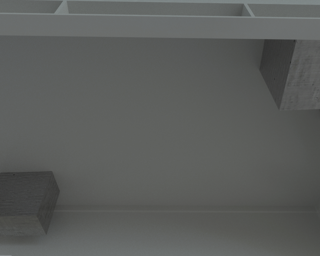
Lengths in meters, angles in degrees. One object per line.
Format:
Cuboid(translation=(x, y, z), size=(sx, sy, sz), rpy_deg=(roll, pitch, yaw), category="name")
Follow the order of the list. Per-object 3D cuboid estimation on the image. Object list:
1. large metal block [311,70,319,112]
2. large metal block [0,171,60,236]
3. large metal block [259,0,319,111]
Cuboid(translation=(0.222, -0.022, 0.356), size=(0.050, 0.080, 0.080), rpy_deg=(-21, 127, 17), category="large metal block")
Cuboid(translation=(-0.207, 0.113, 0.467), size=(0.080, 0.080, 0.050), rpy_deg=(-2, 130, 1), category="large metal block")
Cuboid(translation=(0.141, -0.074, 0.311), size=(0.050, 0.080, 0.079), rpy_deg=(-2, 130, 2), category="large metal block")
